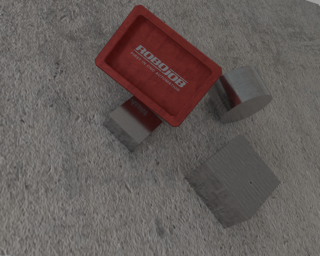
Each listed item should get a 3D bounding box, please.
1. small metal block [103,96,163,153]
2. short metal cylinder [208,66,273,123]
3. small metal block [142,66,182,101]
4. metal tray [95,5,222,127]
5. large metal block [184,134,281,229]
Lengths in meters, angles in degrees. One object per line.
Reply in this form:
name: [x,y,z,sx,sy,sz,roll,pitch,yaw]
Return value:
small metal block: [-0.034,-0.006,0.389,0.050,0.025,0.050,44,51,2]
short metal cylinder: [0.118,-0.048,0.461,0.081,0.080,0.050,-9,66,-32]
small metal block: [0.004,-0.057,0.425,0.050,0.050,0.025,43,51,1]
metal tray: [-0.002,-0.074,0.382,0.130,0.090,0.030,39,7,1]
large metal block: [0.093,0.067,0.397,0.081,0.050,0.080,-32,80,-38]
